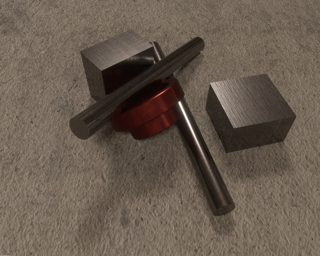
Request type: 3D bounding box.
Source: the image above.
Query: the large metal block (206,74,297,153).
[{"bbox_3d":[0.114,-0.021,0.406,0.081,0.050,0.080,-11,51,-9],"label":"large metal block"}]

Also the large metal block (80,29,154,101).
[{"bbox_3d":[-0.056,-0.078,0.432,0.081,0.080,0.050,-32,57,-24],"label":"large metal block"}]

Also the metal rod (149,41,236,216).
[{"bbox_3d":[0.028,-0.023,0.422,0.025,0.025,0.300,-12,51,-10],"label":"metal rod"}]

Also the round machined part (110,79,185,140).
[{"bbox_3d":[-0.013,-0.020,0.387,0.098,0.042,0.098,-26,15,8],"label":"round machined part"}]

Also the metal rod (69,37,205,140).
[{"bbox_3d":[-0.007,-0.071,0.413,0.025,0.025,0.302,24,39,18],"label":"metal rod"}]
